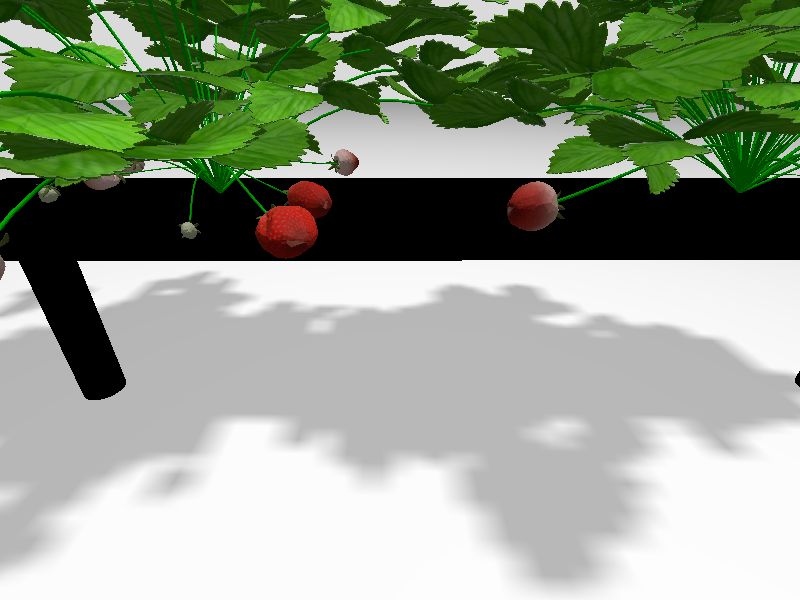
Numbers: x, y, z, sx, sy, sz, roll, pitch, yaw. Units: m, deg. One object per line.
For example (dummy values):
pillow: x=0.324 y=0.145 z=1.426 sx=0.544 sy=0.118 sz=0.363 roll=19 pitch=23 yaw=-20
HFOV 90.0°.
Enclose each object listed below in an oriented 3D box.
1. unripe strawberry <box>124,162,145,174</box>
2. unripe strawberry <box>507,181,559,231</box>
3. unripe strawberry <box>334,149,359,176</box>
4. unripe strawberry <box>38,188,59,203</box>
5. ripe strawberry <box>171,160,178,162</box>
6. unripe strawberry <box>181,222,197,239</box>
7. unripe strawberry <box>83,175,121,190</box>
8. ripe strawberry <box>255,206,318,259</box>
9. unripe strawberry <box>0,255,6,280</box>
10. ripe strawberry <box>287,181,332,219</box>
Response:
unripe strawberry: x=-0.281 y=-0.143 z=0.416 sx=0.026 sy=0.022 sz=0.026 roll=4 pitch=25 yaw=36
unripe strawberry: x=0.082 y=-0.058 z=0.252 sx=0.032 sy=0.031 sz=0.030 roll=-13 pitch=31 yaw=-22
unripe strawberry: x=-0.054 y=-0.143 z=0.415 sx=0.027 sy=0.026 sz=0.025 roll=-21 pitch=34 yaw=-34
unripe strawberry: x=-0.277 y=-0.083 z=0.315 sx=0.013 sy=0.013 sz=0.012 roll=27 pitch=17 yaw=-27
ripe strawberry: x=-0.279 y=-0.183 z=0.491 sx=0.025 sy=0.026 sz=0.027 roll=-19 pitch=33 yaw=-31
unripe strawberry: x=-0.127 y=-0.042 z=0.241 sx=0.009 sy=0.010 sz=0.010 roll=-6 pitch=29 yaw=-12
unripe strawberry: x=-0.263 y=-0.112 z=0.350 sx=0.033 sy=0.029 sz=0.033 roll=2 pitch=28 yaw=6
ripe strawberry: x=-0.057 y=-0.034 z=0.206 sx=0.031 sy=0.028 sz=0.028 roll=-17 pitch=33 yaw=-29
unripe strawberry: x=-0.191 y=-0.016 z=0.171 sx=0.026 sy=0.030 sz=0.029 roll=5 pitch=36 yaw=9
ripe strawberry: x=-0.059 y=-0.066 z=0.269 sx=0.030 sy=0.025 sz=0.030 roll=22 pitch=35 yaw=34
